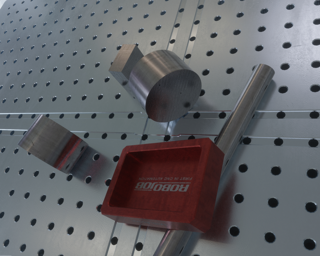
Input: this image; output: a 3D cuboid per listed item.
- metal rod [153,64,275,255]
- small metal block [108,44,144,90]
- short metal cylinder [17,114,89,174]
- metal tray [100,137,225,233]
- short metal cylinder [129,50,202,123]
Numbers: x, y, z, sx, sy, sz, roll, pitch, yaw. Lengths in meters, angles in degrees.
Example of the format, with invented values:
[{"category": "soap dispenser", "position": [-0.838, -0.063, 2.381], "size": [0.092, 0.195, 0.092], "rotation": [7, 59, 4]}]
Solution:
[{"category": "metal rod", "position": [0.055, 0.053, 0.346], "size": [0.025, 0.025, 0.300], "rotation": [21, 72, 35]}, {"category": "small metal block", "position": [-0.045, -0.091, 0.472], "size": [0.025, 0.050, 0.050], "rotation": [12, 68, 33]}, {"category": "short metal cylinder", "position": [-0.149, 0.023, 0.437], "size": [0.080, 0.080, 0.050], "rotation": [23, 74, 36]}, {"category": "metal tray", "position": [0.000, 0.061, 0.344], "size": [0.130, 0.030, 0.090], "rotation": [-8, 53, 39]}, {"category": "short metal cylinder", "position": [0.006, -0.054, 0.403], "size": [0.080, 0.080, 0.050], "rotation": [-39, 51, 2]}]
